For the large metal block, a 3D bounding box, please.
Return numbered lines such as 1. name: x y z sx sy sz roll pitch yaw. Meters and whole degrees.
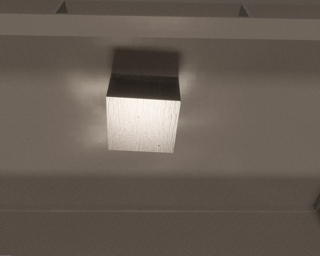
1. large metal block: -0.021 -0.017 0.378 0.081 0.050 0.079 3 130 -3
